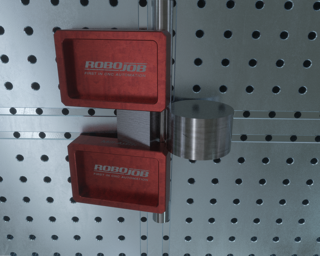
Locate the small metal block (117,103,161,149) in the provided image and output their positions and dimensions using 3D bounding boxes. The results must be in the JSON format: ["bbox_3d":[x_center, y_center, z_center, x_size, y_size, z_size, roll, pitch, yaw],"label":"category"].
[{"bbox_3d":[-0.027,-0.006,0.396,0.050,0.025,0.050,13,113,29],"label":"small metal block"}]

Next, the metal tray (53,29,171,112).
[{"bbox_3d":[-0.054,-0.069,0.366,0.131,0.030,0.089,4,111,11],"label":"metal tray"}]

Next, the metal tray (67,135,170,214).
[{"bbox_3d":[-0.053,0.061,0.414,0.131,0.030,0.089,5,111,11],"label":"metal tray"}]

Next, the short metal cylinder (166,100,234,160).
[{"bbox_3d":[0.048,0.000,0.381,0.081,0.080,0.050,0,110,0],"label":"short metal cylinder"}]

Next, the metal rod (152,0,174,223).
[{"bbox_3d":[0.002,-0.007,0.406,0.025,0.025,0.298,0,110,0],"label":"metal rod"}]
